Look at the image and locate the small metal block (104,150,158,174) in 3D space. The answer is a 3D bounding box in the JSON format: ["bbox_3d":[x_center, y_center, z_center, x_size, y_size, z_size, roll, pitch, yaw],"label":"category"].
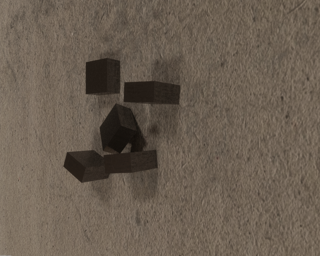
[{"bbox_3d":[-0.039,0.045,0.419,0.050,0.050,0.025,-9,86,39],"label":"small metal block"}]

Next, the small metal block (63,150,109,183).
[{"bbox_3d":[-0.111,0.058,0.478,0.050,0.050,0.025,30,109,36],"label":"small metal block"}]

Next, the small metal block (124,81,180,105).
[{"bbox_3d":[-0.010,-0.044,0.395,0.050,0.050,0.025,5,93,39],"label":"small metal block"}]

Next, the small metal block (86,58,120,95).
[{"bbox_3d":[-0.088,-0.077,0.475,0.050,0.025,0.050,1,90,39],"label":"small metal block"}]

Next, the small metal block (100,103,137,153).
[{"bbox_3d":[-0.061,0.002,0.441,0.050,0.025,0.050,-52,36,27],"label":"small metal block"}]
